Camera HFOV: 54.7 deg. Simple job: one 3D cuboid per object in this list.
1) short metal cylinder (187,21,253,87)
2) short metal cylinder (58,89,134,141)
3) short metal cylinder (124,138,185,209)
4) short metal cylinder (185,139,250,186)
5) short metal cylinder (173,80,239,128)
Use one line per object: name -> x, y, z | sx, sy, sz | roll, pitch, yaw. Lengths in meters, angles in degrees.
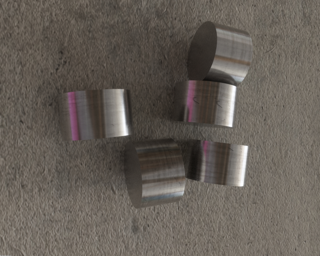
short metal cylinder -> 0.076, -0.094, 0.407 | 0.050, 0.080, 0.080 | 7, 88, -20
short metal cylinder -> -0.072, -0.015, 0.353 | 0.081, 0.080, 0.050 | -6, 92, -20
short metal cylinder -> -0.009, 0.053, 0.376 | 0.050, 0.080, 0.079 | -5, 92, -20
short metal cylinder -> 0.075, 0.044, 0.407 | 0.081, 0.080, 0.050 | 8, 88, -20
short metal cylinder -> 0.058, -0.029, 0.401 | 0.081, 0.080, 0.050 | 7, 88, -20
